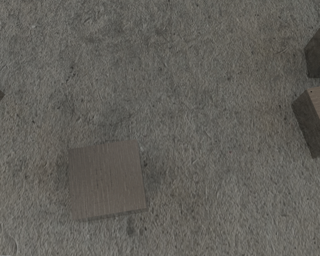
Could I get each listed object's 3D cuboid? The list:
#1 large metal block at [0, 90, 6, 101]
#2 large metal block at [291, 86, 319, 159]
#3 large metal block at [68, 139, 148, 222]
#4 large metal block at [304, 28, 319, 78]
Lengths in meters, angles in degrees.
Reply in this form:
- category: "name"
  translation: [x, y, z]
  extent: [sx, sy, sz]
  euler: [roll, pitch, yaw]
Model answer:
- category: "large metal block"
  translation: [-0.265, -0.058, 0.398]
  extent: [0.080, 0.080, 0.050]
  euler: [27, 72, 9]
- category: "large metal block"
  translation: [0.232, -0.012, 0.401]
  extent: [0.081, 0.050, 0.080]
  euler: [-12, 71, -5]
- category: "large metal block"
  translation: [-0.060, 0.064, 0.371]
  extent: [0.081, 0.050, 0.080]
  euler: [-9, 70, -3]
- category: "large metal block"
  translation: [0.256, -0.109, 0.420]
  extent: [0.080, 0.080, 0.050]
  euler: [1, 70, 0]
